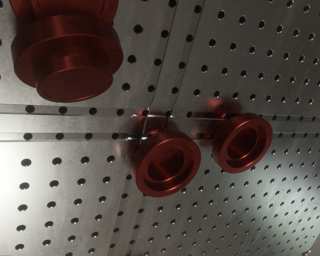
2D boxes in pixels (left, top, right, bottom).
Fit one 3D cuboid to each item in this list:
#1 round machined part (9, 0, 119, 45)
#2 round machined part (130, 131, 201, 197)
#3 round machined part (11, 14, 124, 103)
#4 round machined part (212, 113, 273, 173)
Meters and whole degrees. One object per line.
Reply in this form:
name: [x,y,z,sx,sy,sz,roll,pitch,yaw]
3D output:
round machined part: [-0.084,-0.121,0.280,0.099,0.042,0.097,-14,124,-21]
round machined part: [0.005,0.046,0.433,0.099,0.042,0.097,-14,125,-21]
round machined part: [-0.082,-0.056,0.288,0.099,0.042,0.098,-15,164,-4]
round machined part: [0.122,0.019,0.481,0.099,0.042,0.097,-14,125,-21]
